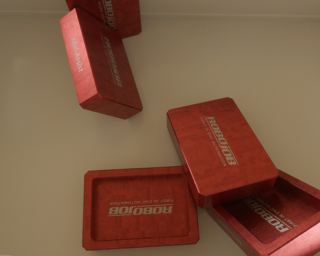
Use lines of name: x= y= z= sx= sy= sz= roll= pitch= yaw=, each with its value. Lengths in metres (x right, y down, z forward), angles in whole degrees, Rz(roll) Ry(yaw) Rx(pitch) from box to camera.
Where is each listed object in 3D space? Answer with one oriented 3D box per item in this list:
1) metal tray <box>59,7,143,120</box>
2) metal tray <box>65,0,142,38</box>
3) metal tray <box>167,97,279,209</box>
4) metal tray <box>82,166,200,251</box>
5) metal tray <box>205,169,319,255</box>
metal tray: x=-0.074 y=-0.080 z=0.402 sx=0.030 sy=0.090 sz=0.130 roll=-27 pitch=70 yaw=25
metal tray: x=-0.075 y=-0.166 z=0.414 sx=0.091 sy=0.130 sz=0.030 roll=-18 pitch=71 yaw=-7
metal tray: x=0.068 y=0.023 z=0.372 sx=0.091 sy=0.030 sz=0.130 roll=-13 pitch=49 yaw=-9
metal tray: x=-0.023 y=0.095 z=0.371 sx=0.131 sy=0.030 sz=0.090 roll=-3 pitch=70 yaw=-2
metal tray: x=0.111 y=0.086 z=0.327 sx=0.090 sy=0.130 sz=0.030 roll=-28 pitch=109 yaw=-10
